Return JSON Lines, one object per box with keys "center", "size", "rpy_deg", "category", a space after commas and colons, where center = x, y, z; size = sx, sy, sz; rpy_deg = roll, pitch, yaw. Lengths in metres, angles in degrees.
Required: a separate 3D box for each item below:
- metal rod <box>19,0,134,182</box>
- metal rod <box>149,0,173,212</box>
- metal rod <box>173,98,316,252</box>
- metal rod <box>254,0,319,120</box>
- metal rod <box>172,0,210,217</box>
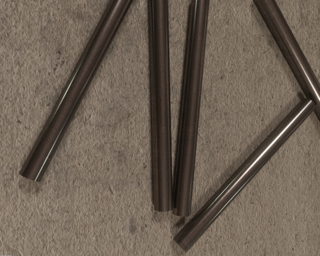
{"center": [-0.087, -0.078, 0.377], "size": [0.025, 0.025, 0.299], "rpy_deg": [28, 81, -18], "category": "metal rod"}
{"center": [0.001, -0.041, 0.410], "size": [0.025, 0.025, 0.298], "rpy_deg": [-2, 91, -20], "category": "metal rod"}
{"center": [0.133, 0.060, 0.459], "size": [0.301, 0.025, 0.025], "rpy_deg": [-43, 104, -15], "category": "metal rod"}
{"center": [0.236, -0.081, 0.498], "size": [0.025, 0.025, 0.299], "rpy_deg": [-38, 103, -16], "category": "metal rod"}
{"center": [0.043, -0.031, 0.425], "size": [0.025, 0.025, 0.298], "rpy_deg": [6, 88, -20], "category": "metal rod"}
